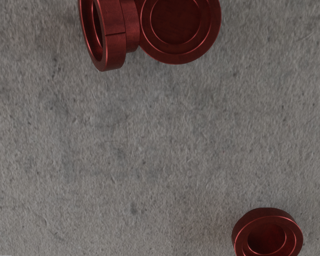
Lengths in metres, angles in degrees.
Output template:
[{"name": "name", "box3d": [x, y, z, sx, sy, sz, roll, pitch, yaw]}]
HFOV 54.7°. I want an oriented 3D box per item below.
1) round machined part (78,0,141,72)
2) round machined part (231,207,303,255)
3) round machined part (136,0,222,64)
[{"name": "round machined part", "box3d": [-0.054, -0.113, 0.334, 0.042, 0.098, 0.097, -16, 112, -22]}, {"name": "round machined part", "box3d": [0.155, 0.159, 0.462, 0.099, 0.042, 0.097, 0, 110, -1]}, {"name": "round machined part", "box3d": [0.018, -0.125, 0.355, 0.099, 0.042, 0.097, 0, 110, -1]}]
